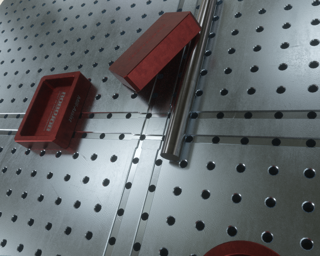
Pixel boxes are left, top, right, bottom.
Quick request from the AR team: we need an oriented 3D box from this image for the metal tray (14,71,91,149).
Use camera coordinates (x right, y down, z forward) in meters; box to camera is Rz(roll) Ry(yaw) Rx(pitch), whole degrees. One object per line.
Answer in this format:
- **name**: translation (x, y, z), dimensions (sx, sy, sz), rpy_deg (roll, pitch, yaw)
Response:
- **metal tray**: translation (-0.176, -0.030, 0.512), dimensions (0.090, 0.030, 0.130), rpy_deg (-1, 61, 27)

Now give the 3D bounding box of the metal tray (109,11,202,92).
- **metal tray**: translation (-0.011, -0.117, 0.460), dimensions (0.130, 0.030, 0.090), rpy_deg (-46, 30, -4)

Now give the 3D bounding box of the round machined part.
- **round machined part**: translation (0.075, 0.151, 0.265), dimensions (0.098, 0.042, 0.098), rpy_deg (-13, 56, 20)

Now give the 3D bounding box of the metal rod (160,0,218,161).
- **metal rod**: translation (0.049, -0.096, 0.440), dimensions (0.025, 0.025, 0.300), rpy_deg (1, 62, 28)
